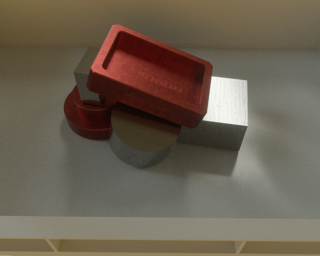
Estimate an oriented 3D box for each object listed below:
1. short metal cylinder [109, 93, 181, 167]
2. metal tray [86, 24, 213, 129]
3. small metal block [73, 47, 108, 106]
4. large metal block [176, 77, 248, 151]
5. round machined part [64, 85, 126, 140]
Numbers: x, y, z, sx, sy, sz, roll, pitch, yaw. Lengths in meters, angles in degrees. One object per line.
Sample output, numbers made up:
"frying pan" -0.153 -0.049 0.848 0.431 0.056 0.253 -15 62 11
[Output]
"short metal cylinder" -0.020 0.001 0.371 0.081 0.050 0.080 6 63 -11
"metal tray" -0.007 -0.061 0.359 0.131 0.030 0.090 20 50 -8
"small metal block" -0.081 -0.064 0.385 0.025 0.050 0.050 10 51 8
"large metal block" 0.068 -0.022 0.404 0.080 0.050 0.080 8 50 6
"round machined part" -0.081 -0.035 0.420 0.099 0.042 0.098 0 50 0
